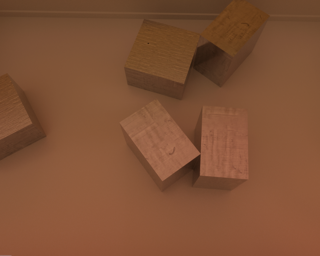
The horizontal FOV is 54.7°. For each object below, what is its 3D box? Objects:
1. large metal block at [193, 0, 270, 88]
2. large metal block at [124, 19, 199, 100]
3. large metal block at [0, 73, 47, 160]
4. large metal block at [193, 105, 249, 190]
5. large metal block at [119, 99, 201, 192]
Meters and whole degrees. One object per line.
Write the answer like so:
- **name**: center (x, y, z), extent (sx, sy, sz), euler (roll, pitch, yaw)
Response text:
- **large metal block**: center (0.094, -0.115, 0.424), extent (0.050, 0.080, 0.080), euler (38, 74, 12)
- **large metal block**: center (0.004, -0.095, 0.431), extent (0.080, 0.050, 0.080), euler (17, 71, 5)
- **large metal block**: center (-0.208, -0.010, 0.397), extent (0.080, 0.050, 0.080), euler (-29, 73, -11)
- **large metal block**: center (0.070, 0.027, 0.371), extent (0.050, 0.080, 0.080), euler (5, 70, 1)
- **large metal block**: center (-0.001, 0.024, 0.372), extent (0.050, 0.080, 0.080), euler (-34, 74, -12)
